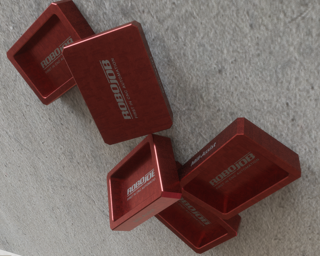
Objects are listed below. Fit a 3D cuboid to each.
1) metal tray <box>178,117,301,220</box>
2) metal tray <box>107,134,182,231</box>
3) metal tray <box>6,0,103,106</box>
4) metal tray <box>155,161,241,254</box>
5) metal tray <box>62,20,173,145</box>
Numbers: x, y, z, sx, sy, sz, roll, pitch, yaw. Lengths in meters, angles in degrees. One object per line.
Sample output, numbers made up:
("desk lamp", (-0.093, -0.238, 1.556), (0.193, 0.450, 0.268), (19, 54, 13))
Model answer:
("metal tray", (0.088, 0.055, 0.377), (0.090, 0.030, 0.129), (33, 130, -12))
("metal tray", (-0.028, 0.078, 0.427), (0.030, 0.090, 0.129), (15, 138, -33))
("metal tray", (-0.139, -0.096, 0.415), (0.130, 0.030, 0.090), (-25, 105, 36))
("metal tray", (0.040, 0.119, 0.454), (0.130, 0.030, 0.090), (42, 129, -1))
("metal tray", (-0.046, -0.050, 0.372), (0.090, 0.030, 0.129), (-16, 114, 11))
